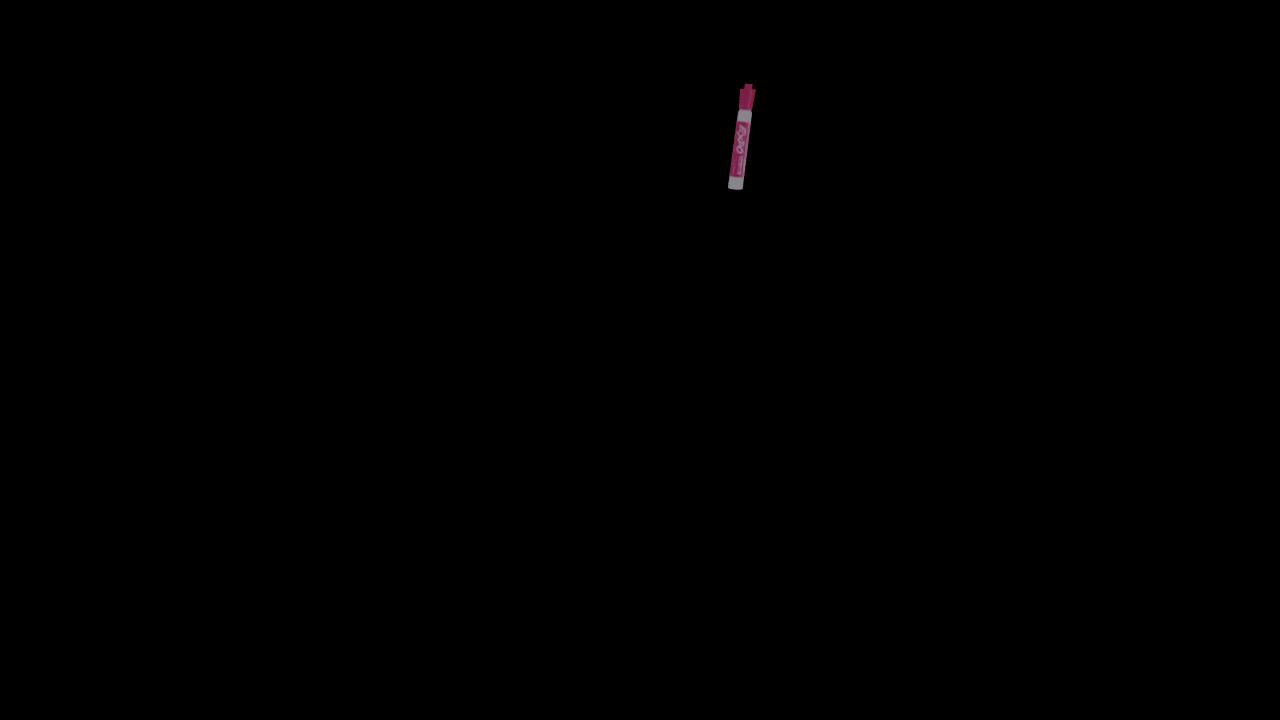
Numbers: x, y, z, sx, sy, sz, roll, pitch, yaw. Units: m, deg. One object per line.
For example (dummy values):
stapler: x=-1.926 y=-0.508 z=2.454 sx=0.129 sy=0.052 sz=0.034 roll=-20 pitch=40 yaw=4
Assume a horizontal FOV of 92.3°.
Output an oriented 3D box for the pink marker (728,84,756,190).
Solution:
pink marker: x=0.124 y=-0.271 z=0.750 sx=0.020 sy=0.121 sz=0.020 roll=4 pitch=24 yaw=-2
